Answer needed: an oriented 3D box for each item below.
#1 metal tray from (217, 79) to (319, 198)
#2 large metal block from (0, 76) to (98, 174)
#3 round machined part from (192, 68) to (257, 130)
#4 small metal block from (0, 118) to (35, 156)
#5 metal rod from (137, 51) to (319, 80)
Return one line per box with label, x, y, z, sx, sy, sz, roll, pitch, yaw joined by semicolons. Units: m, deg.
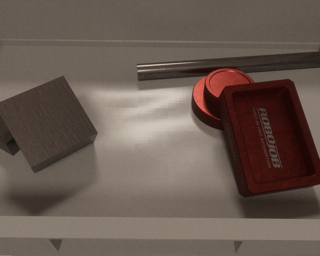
metal tray;0.127;0.010;0.367;0.091;0.030;0.129;-7;71;-7
large metal block;-0.132;-0.003;0.369;0.081;0.050;0.080;-30;85;-23
round machined part;0.095;-0.046;0.434;0.099;0.042;0.098;0;50;0
small metal block;-0.193;0.001;0.402;0.050;0.025;0.050;25;54;19
metal rod;0.115;-0.099;0.489;0.302;0.025;0.025;-5;50;-5
